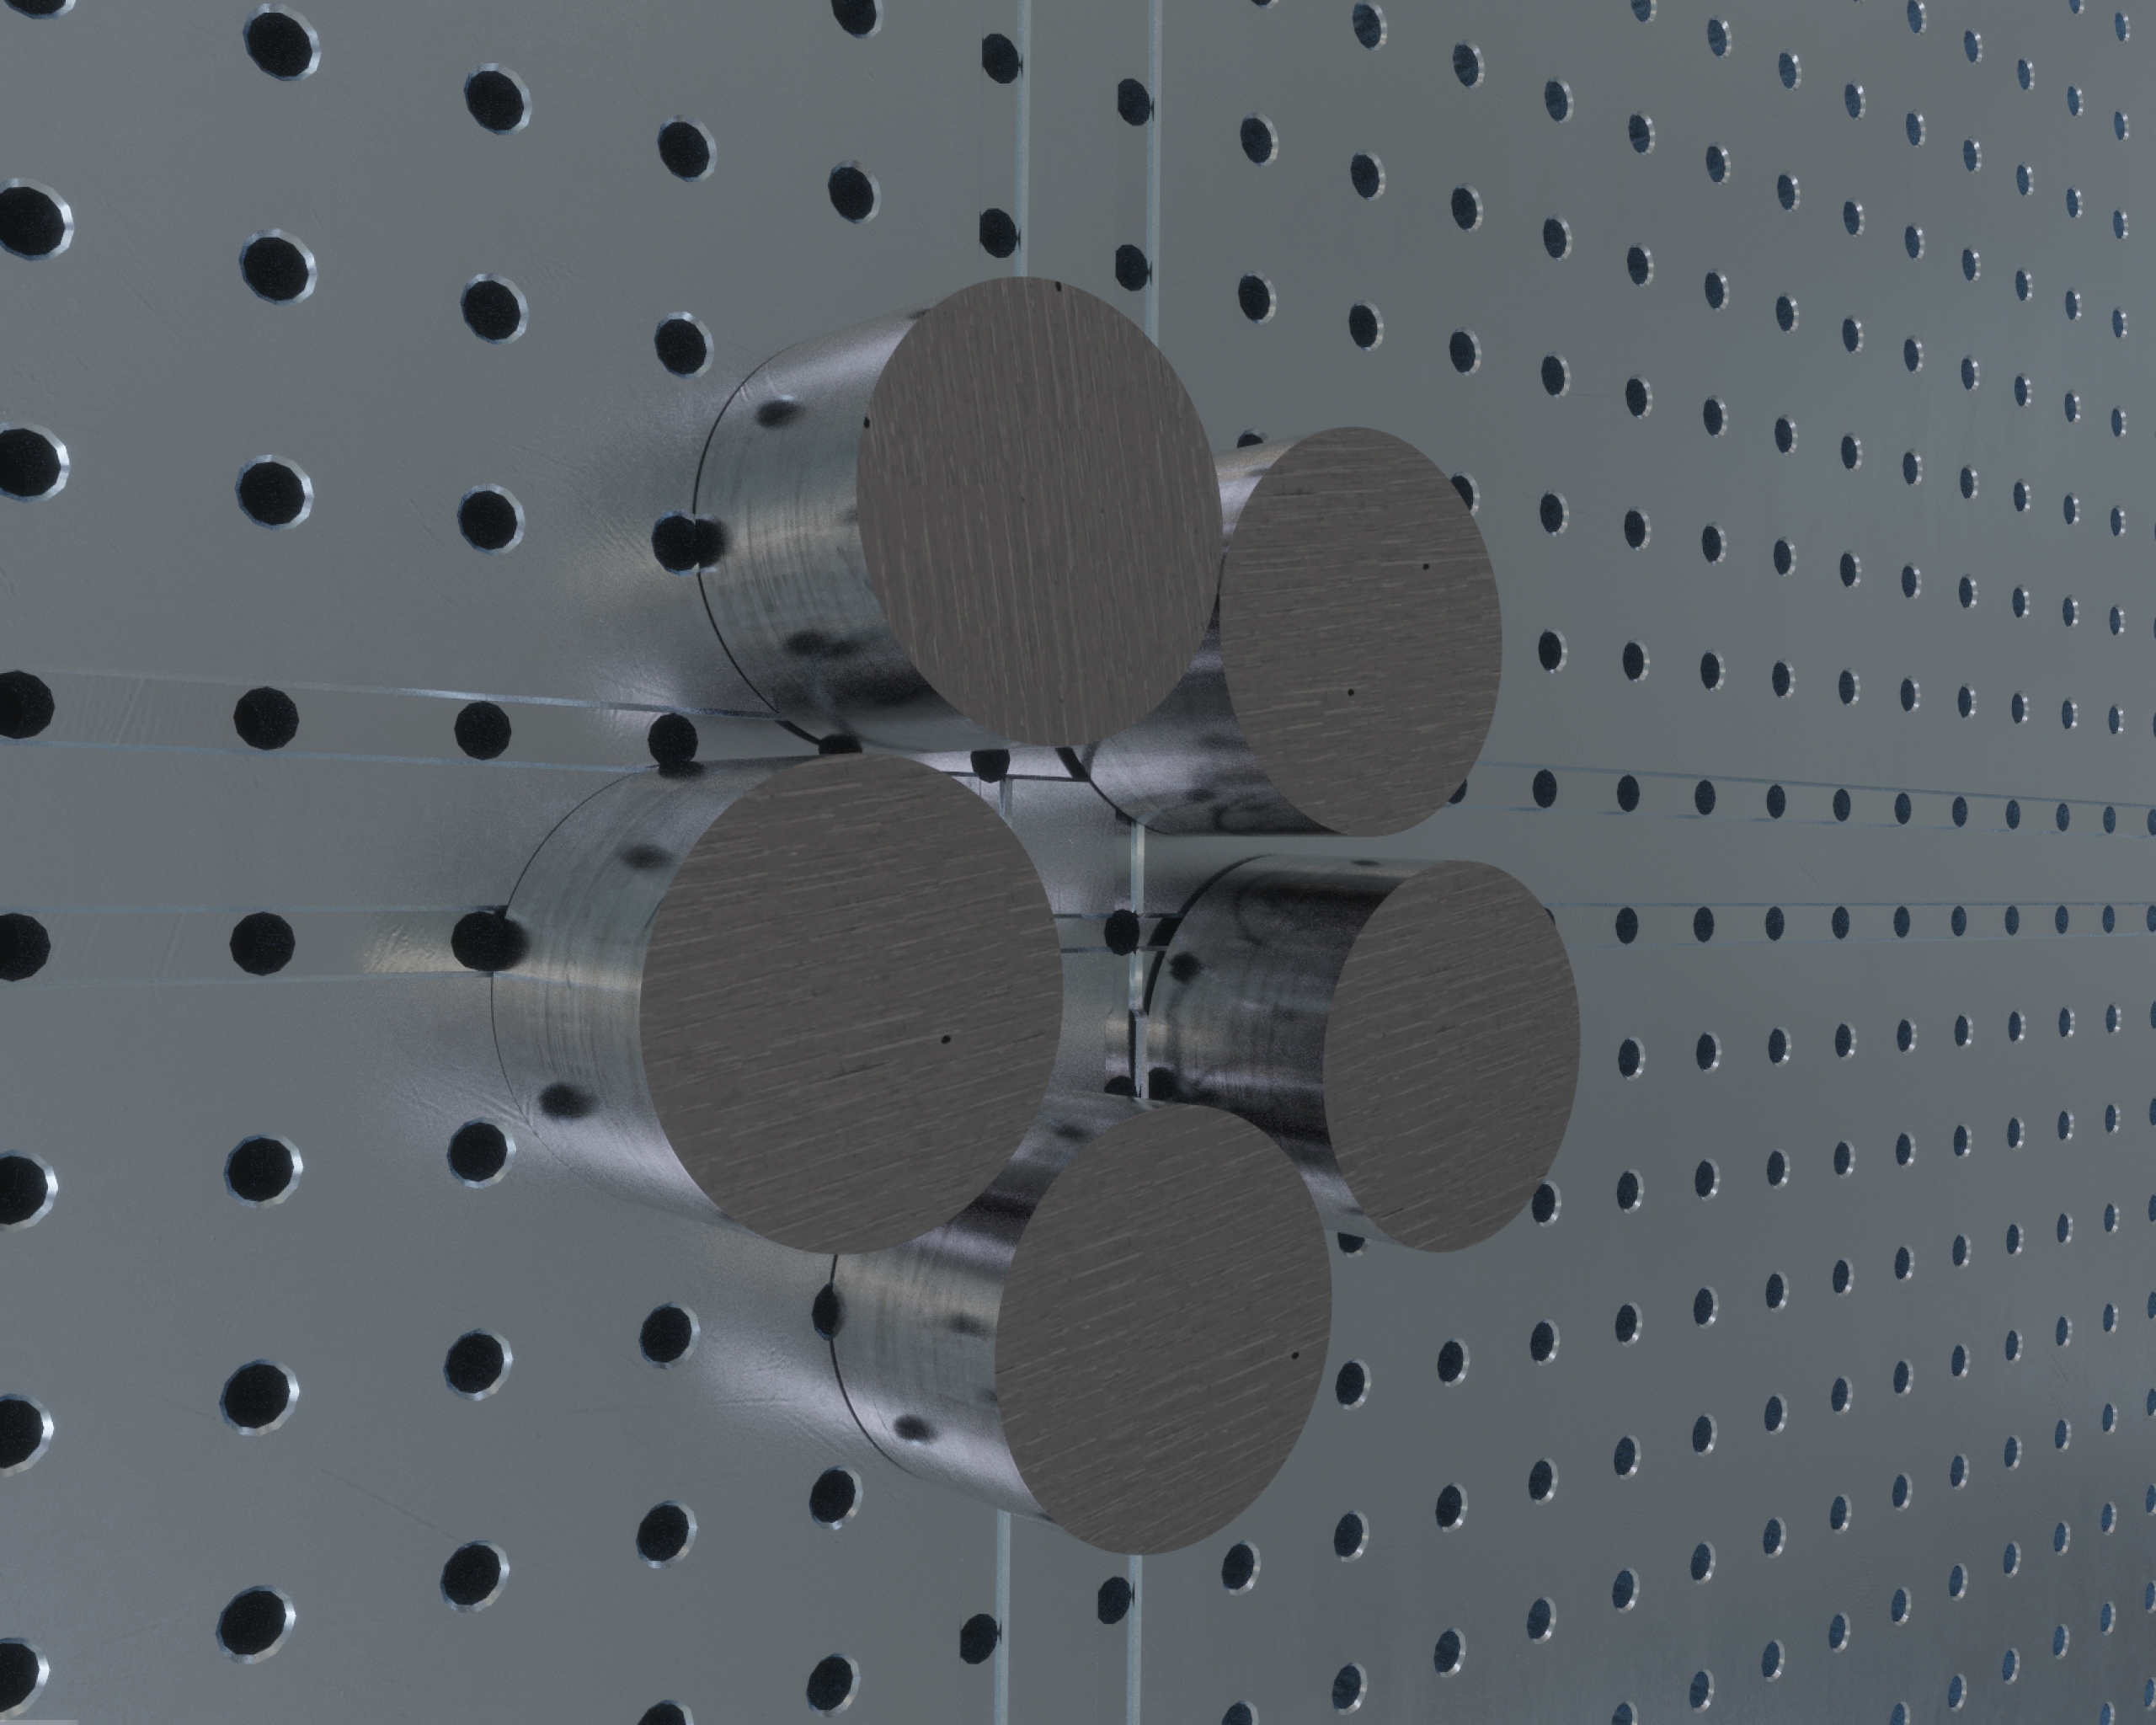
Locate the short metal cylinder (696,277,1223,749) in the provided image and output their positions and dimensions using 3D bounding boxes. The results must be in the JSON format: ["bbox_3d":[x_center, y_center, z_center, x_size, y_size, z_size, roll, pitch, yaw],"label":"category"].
[{"bbox_3d":[-0.020,-0.060,0.375,0.081,0.050,0.079,0,91,-40],"label":"short metal cylinder"}]

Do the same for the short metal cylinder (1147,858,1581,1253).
[{"bbox_3d":[0.061,0.039,0.443,0.081,0.050,0.079,-2,93,-40],"label":"short metal cylinder"}]

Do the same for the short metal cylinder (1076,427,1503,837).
[{"bbox_3d":[0.041,-0.045,0.425,0.081,0.050,0.079,0,91,-40],"label":"short metal cylinder"}]

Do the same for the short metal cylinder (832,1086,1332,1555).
[{"bbox_3d":[0.002,0.083,0.392,0.081,0.050,0.080,0,90,-39],"label":"short metal cylinder"}]

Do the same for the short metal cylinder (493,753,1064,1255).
[{"bbox_3d":[-0.049,0.022,0.351,0.081,0.050,0.079,-1,91,-40],"label":"short metal cylinder"}]
